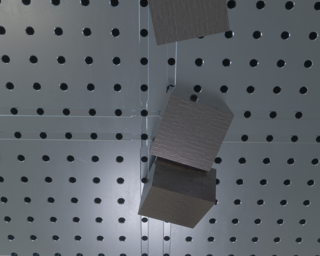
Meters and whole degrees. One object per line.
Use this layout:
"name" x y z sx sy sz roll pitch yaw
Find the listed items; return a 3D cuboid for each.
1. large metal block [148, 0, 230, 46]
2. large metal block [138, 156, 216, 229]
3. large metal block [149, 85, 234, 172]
"large metal block" 0.028 -0.143 0.348 0.080 0.050 0.080 -11 110 4
"large metal block" 0.022 0.086 0.415 0.080 0.050 0.080 16 137 -6
"large metal block" 0.038 0.000 0.400 0.080 0.050 0.080 17 109 -7
